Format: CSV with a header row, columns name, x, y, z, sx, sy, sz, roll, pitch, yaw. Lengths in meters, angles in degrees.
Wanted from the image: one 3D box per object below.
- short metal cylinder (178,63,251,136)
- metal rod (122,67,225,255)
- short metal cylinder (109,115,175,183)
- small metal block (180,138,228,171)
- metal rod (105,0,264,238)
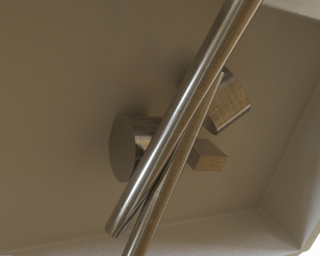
name,x,y,z,sx,sy,sz,roll,pitch,yaw
short metal cylinder,0.066,-0.037,0.388,0.050,0.080,0.080,-37,130,-4
metal rod,0.000,0.075,0.344,0.025,0.025,0.298,18,99,-36
short metal cylinder,-0.024,0.025,0.377,0.050,0.080,0.079,2,118,-30
small metal block,0.061,0.038,0.452,0.050,0.050,0.025,6,115,-32
metal rod,0.007,0.008,0.300,0.025,0.025,0.298,7,126,-32
